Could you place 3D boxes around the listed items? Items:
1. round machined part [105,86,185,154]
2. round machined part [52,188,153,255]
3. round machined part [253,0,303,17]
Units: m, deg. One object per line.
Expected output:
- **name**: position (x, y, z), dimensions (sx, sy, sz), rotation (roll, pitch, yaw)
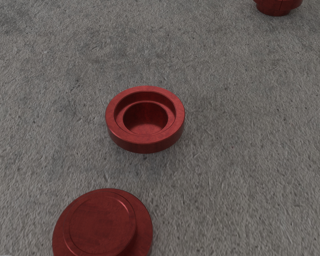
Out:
- **round machined part**: position (-0.018, -0.006, 0.397), dimensions (0.099, 0.042, 0.098), rotation (0, 50, 0)
- **round machined part**: position (-0.056, 0.102, 0.306), dimensions (0.099, 0.042, 0.098), rotation (0, 50, 0)
- **round machined part**: position (0.228, -0.255, 0.608), dimensions (0.099, 0.042, 0.098), rotation (0, 50, 0)
